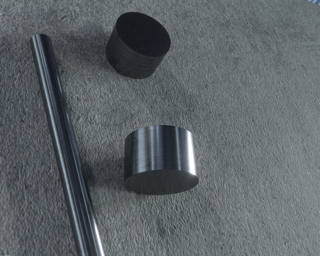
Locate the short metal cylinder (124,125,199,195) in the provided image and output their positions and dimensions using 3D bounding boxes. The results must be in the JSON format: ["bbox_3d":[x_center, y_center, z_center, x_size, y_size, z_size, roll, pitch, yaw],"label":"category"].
[{"bbox_3d":[0.001,0.038,0.345,0.081,0.080,0.050,11,57,-22],"label":"short metal cylinder"}]

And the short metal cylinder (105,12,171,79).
[{"bbox_3d":[-0.032,-0.117,0.442,0.081,0.050,0.080,14,56,-21],"label":"short metal cylinder"}]

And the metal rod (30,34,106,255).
[{"bbox_3d":[-0.102,0.021,0.335,0.025,0.025,0.299,-7,65,-31],"label":"metal rod"}]
